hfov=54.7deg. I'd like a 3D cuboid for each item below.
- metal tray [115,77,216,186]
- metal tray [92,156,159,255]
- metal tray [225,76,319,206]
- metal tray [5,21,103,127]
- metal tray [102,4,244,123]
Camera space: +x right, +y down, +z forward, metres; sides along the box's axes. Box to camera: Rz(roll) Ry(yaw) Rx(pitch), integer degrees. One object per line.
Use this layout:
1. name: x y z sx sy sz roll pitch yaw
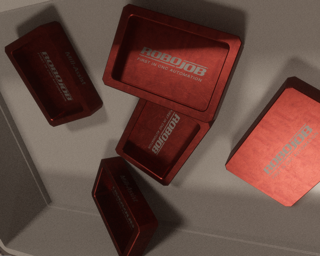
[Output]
1. metal tray: 0.003 0.008 0.407 0.090 0.030 0.129 34 129 5
2. metal tray: -0.058 0.118 0.460 0.130 0.030 0.089 54 136 36
3. metal tray: 0.143 0.020 0.342 0.090 0.030 0.129 32 128 6
4. metal tray: -0.149 -0.071 0.437 0.090 0.030 0.129 -13 112 33
5. metal tray: 0.012 -0.069 0.332 0.130 0.030 0.089 22 102 14
